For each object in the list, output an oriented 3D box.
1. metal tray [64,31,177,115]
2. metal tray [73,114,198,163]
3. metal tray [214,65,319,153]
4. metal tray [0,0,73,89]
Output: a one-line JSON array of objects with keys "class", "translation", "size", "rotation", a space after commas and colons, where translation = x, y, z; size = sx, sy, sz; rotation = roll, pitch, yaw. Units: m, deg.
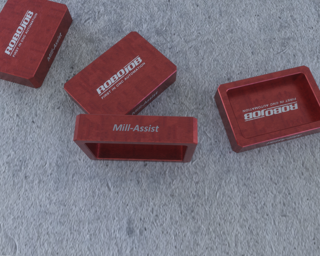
[{"class": "metal tray", "translation": [-0.052, -0.063, 0.428], "size": [0.130, 0.030, 0.090], "rotation": [-43, 76, -14]}, {"class": "metal tray", "translation": [-0.025, 0.015, 0.367], "size": [0.131, 0.090, 0.030], "rotation": [1, 71, 0]}, {"class": "metal tray", "translation": [0.149, -0.026, 0.415], "size": [0.131, 0.030, 0.090], "rotation": [-13, 71, -5]}, {"class": "metal tray", "translation": [-0.196, -0.129, 0.451], "size": [0.090, 0.030, 0.130], "rotation": [16, 71, 5]}]
